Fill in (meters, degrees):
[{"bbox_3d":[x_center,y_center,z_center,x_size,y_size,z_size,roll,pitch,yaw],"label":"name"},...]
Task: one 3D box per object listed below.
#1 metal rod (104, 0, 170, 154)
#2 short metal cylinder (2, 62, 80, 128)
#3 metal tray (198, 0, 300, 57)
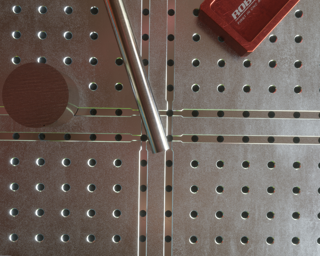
[{"bbox_3d":[-0.043,-0.112,0.412,0.025,0.025,0.298,-18,90,0],"label":"metal rod"},{"bbox_3d":[-0.151,-0.040,0.400,0.081,0.050,0.080,0,90,0],"label":"short metal cylinder"},{"bbox_3d":[0.126,-0.172,0.411,0.090,0.030,0.130,42,90,0],"label":"metal tray"}]
